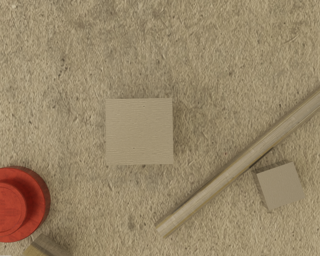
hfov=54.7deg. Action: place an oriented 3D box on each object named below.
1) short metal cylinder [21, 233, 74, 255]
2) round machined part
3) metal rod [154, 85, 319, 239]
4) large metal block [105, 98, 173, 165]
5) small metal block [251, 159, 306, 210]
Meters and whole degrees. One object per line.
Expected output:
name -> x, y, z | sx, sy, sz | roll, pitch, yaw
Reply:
short metal cylinder -> -0.152, 0.179, 0.381 | 0.050, 0.080, 0.080 | 37, 90, -1
round machined part -> -0.198, 0.100, 0.399 | 0.099, 0.042, 0.097 | 0, 90, -1
metal rod -> 0.116, 0.040, 0.411 | 0.300, 0.025, 0.025 | -40, 91, -1
large metal block -> -0.025, 0.004, 0.397 | 0.081, 0.050, 0.079 | -1, 90, -1
small metal block -> 0.156, 0.075, 0.412 | 0.050, 0.025, 0.050 | -19, 90, -1
